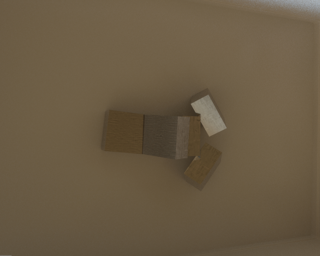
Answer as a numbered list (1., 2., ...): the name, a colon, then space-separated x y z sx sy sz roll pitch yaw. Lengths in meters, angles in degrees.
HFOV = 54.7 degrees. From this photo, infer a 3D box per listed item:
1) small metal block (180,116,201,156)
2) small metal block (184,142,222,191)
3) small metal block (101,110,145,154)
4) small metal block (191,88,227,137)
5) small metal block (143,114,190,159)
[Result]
1. small metal block: 0.030 0.010 0.408 0.025 0.050 0.050 1 90 -20
2. small metal block: 0.058 0.053 0.416 0.025 0.050 0.050 32 76 18
3. small metal block: -0.045 0.005 0.392 0.050 0.025 0.050 7 88 -20
4. small metal block: 0.066 -0.023 0.418 0.025 0.050 0.050 -28 102 15
5. small metal block: 0.007 0.010 0.380 0.025 0.050 0.050 1 93 -52
